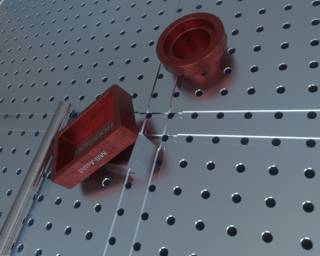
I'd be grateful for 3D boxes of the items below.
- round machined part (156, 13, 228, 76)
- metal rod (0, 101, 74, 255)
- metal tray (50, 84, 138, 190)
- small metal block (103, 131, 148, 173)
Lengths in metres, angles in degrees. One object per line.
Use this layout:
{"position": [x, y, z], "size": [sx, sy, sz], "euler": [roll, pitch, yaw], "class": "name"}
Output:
{"position": [0.048, -0.113, 0.441], "size": [0.098, 0.042, 0.098], "euler": [-13, 56, 20], "class": "round machined part"}
{"position": [-0.191, 0.094, 0.448], "size": [0.025, 0.025, 0.300], "euler": [2, 62, 29], "class": "metal rod"}
{"position": [-0.091, 0.012, 0.414], "size": [0.130, 0.030, 0.090], "euler": [-36, 40, 21], "class": "metal tray"}
{"position": [-0.050, 0.030, 0.415], "size": [0.050, 0.025, 0.050], "euler": [4, 64, 29], "class": "small metal block"}
